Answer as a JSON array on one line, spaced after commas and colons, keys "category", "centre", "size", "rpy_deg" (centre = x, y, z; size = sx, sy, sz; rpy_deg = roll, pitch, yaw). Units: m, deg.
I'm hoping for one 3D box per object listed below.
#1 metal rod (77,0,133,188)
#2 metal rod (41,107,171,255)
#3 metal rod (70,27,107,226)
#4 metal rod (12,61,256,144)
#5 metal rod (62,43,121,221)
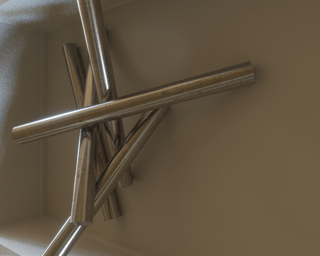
[{"category": "metal rod", "centre": [-0.068, -0.053, 0.385], "size": [0.025, 0.025, 0.298], "rpy_deg": [17, 125, 39]}, {"category": "metal rod", "centre": [-0.081, 0.087, 0.385], "size": [0.025, 0.025, 0.300], "rpy_deg": [29, 80, 36]}, {"category": "metal rod", "centre": [-0.092, -0.025, 0.417], "size": [0.025, 0.025, 0.299], "rpy_deg": [-26, 53, 37]}, {"category": "metal rod", "centre": [-0.043, -0.025, 0.367], "size": [0.301, 0.025, 0.025], "rpy_deg": [-14, 81, 15]}, {"category": "metal rod", "centre": [-0.114, -0.002, 0.500], "size": [0.025, 0.025, 0.299], "rpy_deg": [-28, 73, 36]}]
